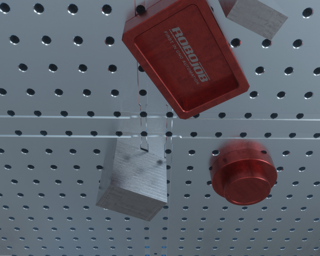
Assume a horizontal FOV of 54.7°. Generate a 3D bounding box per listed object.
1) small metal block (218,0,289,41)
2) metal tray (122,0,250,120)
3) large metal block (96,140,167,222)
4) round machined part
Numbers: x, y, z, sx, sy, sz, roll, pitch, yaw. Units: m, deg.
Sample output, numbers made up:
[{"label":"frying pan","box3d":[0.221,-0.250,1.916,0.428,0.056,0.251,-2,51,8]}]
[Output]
[{"label":"small metal block","box3d":[0.088,-0.115,0.298,0.050,0.050,0.025,20,127,-16]},{"label":"metal tray","box3d":[0.031,-0.077,0.342,0.090,0.030,0.130,-25,126,20]},{"label":"large metal block","box3d":[-0.038,0.075,0.439,0.080,0.080,0.050,22,127,-18]},{"label":"round machined part","box3d":[0.129,0.081,0.471,0.099,0.042,0.097,0,130,0]}]
